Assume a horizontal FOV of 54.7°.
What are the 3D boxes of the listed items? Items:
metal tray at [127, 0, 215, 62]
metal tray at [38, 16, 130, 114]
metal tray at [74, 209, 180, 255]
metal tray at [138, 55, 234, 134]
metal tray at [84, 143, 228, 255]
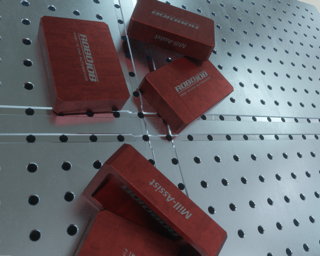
[{"bbox_3d":[0.020,-0.159,0.491,0.131,0.030,0.090,16,44,-8],"label":"metal tray"},{"bbox_3d":[-0.100,-0.083,0.403,0.091,0.030,0.130,-5,64,-31],"label":"metal tray"},{"bbox_3d":[-0.044,0.153,0.281,0.090,0.030,0.130,29,57,-9],"label":"metal tray"},{"bbox_3d":[0.043,-0.060,0.466,0.131,0.030,0.090,-35,82,-39],"label":"metal tray"},{"bbox_3d":[-0.010,0.084,0.310,0.130,0.090,0.030,42,51,0],"label":"metal tray"}]
